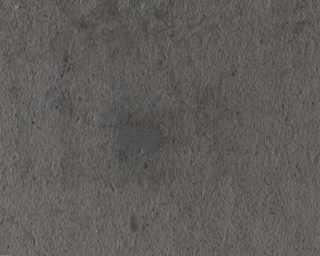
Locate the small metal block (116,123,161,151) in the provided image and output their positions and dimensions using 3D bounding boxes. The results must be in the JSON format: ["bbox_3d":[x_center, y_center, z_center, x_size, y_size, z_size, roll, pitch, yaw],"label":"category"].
[{"bbox_3d":[-0.026,0.011,0.397,0.050,0.050,0.025,11,90,0],"label":"small metal block"}]
